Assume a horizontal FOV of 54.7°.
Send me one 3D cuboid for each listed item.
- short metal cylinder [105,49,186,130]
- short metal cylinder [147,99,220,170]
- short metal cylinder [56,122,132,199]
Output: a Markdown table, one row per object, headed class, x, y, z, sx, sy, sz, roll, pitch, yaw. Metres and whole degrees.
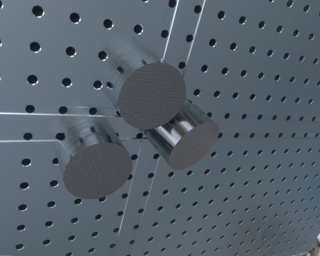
| class | x | y | z | sx | sy | sz | roll | pitch | yaw |
| --- | --- | --- | --- | --- | --- | --- | --- | --- | --- |
| short metal cylinder | -0.018 | -0.045 | 0.359 | 0.081 | 0.050 | 0.079 | -14 | 124 | -21 |
| short metal cylinder | 0.030 | 0.009 | 0.406 | 0.081 | 0.050 | 0.080 | -26 | 143 | -22 |
| short metal cylinder | -0.081 | 0.039 | 0.376 | 0.081 | 0.050 | 0.079 | -14 | 124 | -21 |
